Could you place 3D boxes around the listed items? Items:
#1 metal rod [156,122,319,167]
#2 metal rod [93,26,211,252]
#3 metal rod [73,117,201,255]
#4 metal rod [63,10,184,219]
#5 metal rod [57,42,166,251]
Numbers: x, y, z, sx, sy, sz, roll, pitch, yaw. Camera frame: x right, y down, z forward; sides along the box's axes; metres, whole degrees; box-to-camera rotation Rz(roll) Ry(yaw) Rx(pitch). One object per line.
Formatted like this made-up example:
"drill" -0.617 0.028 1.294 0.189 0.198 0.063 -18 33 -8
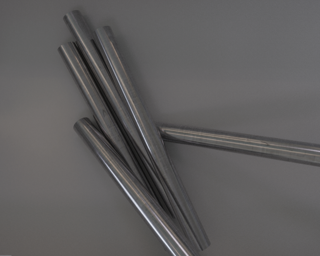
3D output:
"metal rod" 0.134 0.024 0.356 0.301 0.025 0.025 8 90 22
"metal rod" -0.012 0.012 0.389 0.025 0.025 0.299 -25 87 0
"metal rod" -0.011 0.093 0.348 0.025 0.025 0.300 -43 64 0
"metal rod" -0.044 -0.018 0.410 0.025 0.025 0.299 -29 90 0
"metal rod" -0.053 0.024 0.410 0.025 0.025 0.299 -28 90 0
